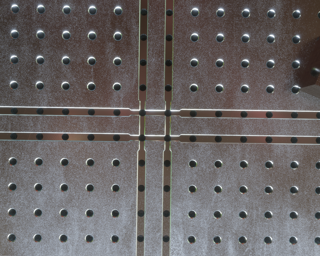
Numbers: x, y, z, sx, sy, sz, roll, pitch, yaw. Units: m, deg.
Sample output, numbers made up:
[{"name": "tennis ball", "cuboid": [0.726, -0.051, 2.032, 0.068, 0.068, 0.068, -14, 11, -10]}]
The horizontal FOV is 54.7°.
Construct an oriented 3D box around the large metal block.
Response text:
[{"name": "large metal block", "cuboid": [0.242, -0.075, 0.404, 0.080, 0.050, 0.080, 23, 90, -1]}]
